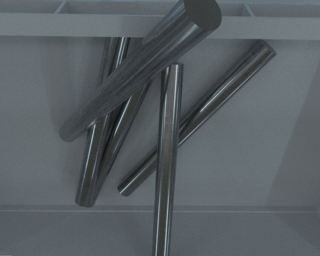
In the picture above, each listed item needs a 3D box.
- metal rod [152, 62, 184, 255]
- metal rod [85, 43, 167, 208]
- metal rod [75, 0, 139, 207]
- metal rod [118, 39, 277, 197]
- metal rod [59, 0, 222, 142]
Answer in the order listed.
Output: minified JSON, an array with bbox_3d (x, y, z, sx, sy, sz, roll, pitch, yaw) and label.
[{"bbox_3d":[0.007,0.068,0.396,0.025,0.025,0.298,2,108,-2],"label":"metal rod"},{"bbox_3d":[-0.061,0.015,0.421,0.025,0.025,0.298,18,128,-15],"label":"metal rod"},{"bbox_3d":[-0.074,-0.008,0.385,0.025,0.025,0.298,12,124,-11],"label":"metal rod"},{"bbox_3d":[0.030,0.005,0.413,0.025,0.025,0.299,28,125,-22],"label":"metal rod"},{"bbox_3d":[-0.050,-0.028,0.292,0.025,0.025,0.299,27,154,-21],"label":"metal rod"}]
